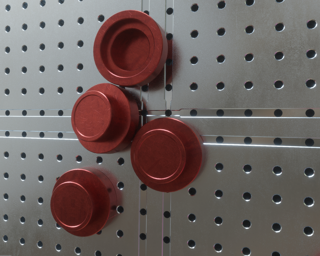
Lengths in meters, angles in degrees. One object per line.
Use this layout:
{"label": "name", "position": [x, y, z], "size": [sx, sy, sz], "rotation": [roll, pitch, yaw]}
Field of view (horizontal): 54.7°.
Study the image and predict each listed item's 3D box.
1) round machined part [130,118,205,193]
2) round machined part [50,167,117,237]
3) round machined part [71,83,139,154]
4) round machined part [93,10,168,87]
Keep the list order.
{"label": "round machined part", "position": [0.006, 0.035, 0.401], "size": [0.098, 0.042, 0.097], "rotation": [0, 90, 19]}
{"label": "round machined part", "position": [-0.115, 0.107, 0.443], "size": [0.098, 0.042, 0.097], "rotation": [0, 90, 19]}
{"label": "round machined part", "position": [-0.081, -0.014, 0.422], "size": [0.098, 0.042, 0.097], "rotation": [-3, 83, 28]}
{"label": "round machined part", "position": [-0.036, -0.103, 0.415], "size": [0.098, 0.042, 0.097], "rotation": [0, 90, 19]}
